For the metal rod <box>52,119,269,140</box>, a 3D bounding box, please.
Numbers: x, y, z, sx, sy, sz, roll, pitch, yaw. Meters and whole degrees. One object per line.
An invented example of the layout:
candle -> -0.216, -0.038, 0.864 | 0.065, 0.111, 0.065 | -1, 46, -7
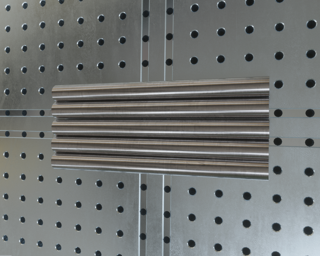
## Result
metal rod -> -0.013, 0.001, 0.416 | 0.301, 0.025, 0.025 | 1, 90, 19

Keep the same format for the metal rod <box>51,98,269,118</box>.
metal rod -> -0.013, -0.025, 0.416 | 0.301, 0.025, 0.025 | 1, 90, 19

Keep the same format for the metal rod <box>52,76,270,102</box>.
metal rod -> -0.012, -0.050, 0.416 | 0.301, 0.025, 0.025 | 1, 90, 19

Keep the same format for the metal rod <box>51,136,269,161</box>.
metal rod -> -0.013, 0.026, 0.416 | 0.301, 0.025, 0.025 | 1, 90, 19

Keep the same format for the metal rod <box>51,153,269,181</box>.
metal rod -> -0.013, 0.050, 0.416 | 0.301, 0.025, 0.025 | 0, 90, 19
